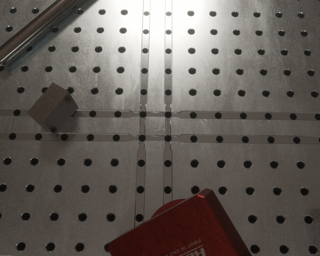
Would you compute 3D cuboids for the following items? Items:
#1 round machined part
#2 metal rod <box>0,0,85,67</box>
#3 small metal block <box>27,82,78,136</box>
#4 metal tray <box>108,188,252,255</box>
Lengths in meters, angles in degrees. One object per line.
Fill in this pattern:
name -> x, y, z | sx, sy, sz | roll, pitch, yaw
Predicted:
round machined part -> 0.030, 0.131, 0.355 | 0.099, 0.042, 0.098 | 0, 70, -1
metal rod -> -0.134, -0.204, 0.484 | 0.025, 0.025, 0.301 | 39, 74, 12
small metal block -> -0.138, -0.024, 0.405 | 0.025, 0.050, 0.050 | 31, 73, 10
metal tray -> 0.018, 0.132, 0.321 | 0.130, 0.030, 0.090 | -35, 78, 22
